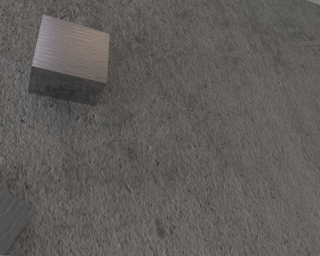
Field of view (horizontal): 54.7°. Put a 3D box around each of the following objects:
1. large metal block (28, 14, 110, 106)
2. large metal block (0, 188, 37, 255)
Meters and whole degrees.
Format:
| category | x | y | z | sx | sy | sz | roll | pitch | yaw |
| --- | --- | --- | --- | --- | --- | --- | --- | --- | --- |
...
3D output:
| category | x | y | z | sx | sy | sz | roll | pitch | yaw |
| --- | --- | --- | --- | --- | --- | --- | --- | --- | --- |
| large metal block | -0.109 | -0.081 | 0.378 | 0.081 | 0.050 | 0.080 | 11 | 57 | -22 |
| large metal block | -0.162 | 0.086 | 0.248 | 0.080 | 0.050 | 0.080 | 33 | 52 | -7 |
